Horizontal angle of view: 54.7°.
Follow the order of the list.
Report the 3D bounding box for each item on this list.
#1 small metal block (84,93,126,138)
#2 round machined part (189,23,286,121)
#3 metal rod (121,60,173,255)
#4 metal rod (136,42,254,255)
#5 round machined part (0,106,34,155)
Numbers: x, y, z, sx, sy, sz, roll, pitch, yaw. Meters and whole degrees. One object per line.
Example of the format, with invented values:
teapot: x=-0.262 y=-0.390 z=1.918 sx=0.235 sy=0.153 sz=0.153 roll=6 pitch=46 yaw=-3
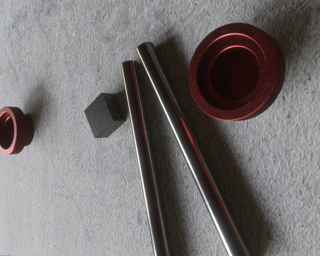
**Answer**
small metal block: x=-0.085 y=-0.019 z=0.475 sx=0.050 sy=0.025 sz=0.050 roll=-38 pitch=67 yaw=33
round machined part: x=0.082 y=-0.056 z=0.326 sx=0.098 sy=0.042 sz=0.097 roll=0 pitch=90 yaw=40
metal rod: x=-0.016 y=0.054 z=0.418 sx=0.025 sy=0.025 sz=0.299 roll=-18 pitch=79 yaw=38
metal rod: x=0.036 y=0.021 z=0.374 sx=0.025 sy=0.025 sz=0.299 roll=-36 pitch=68 yaw=34
round machined part: x=-0.298 y=0.005 z=0.640 sx=0.098 sy=0.042 sz=0.097 roll=0 pitch=90 yaw=40
